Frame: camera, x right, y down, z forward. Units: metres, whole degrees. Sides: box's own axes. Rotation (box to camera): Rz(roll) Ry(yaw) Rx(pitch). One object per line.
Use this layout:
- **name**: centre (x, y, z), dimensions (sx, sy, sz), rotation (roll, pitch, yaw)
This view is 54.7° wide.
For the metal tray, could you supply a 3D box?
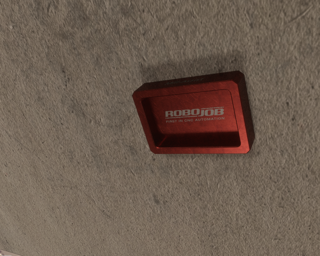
- **metal tray**: centre (0.039, -0.014, 0.372), dimensions (0.130, 0.030, 0.089), rotation (-3, 117, 29)
